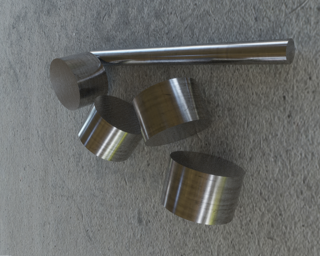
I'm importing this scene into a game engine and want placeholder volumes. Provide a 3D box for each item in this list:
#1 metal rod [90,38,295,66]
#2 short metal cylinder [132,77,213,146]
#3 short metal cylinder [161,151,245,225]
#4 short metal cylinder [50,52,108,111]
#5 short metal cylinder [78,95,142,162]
[{"bbox_3d":[0.012,-0.092,0.395,0.300,0.025,0.025,9,96,39],"label":"metal rod"},{"bbox_3d":[0.014,-0.016,0.358,0.080,0.081,0.050,-30,72,36],"label":"short metal cylinder"},{"bbox_3d":[0.045,0.061,0.332,0.080,0.081,0.050,20,103,38],"label":"short metal cylinder"},{"bbox_3d":[-0.124,-0.072,0.474,0.080,0.050,0.079,25,128,37],"label":"short metal cylinder"},{"bbox_3d":[-0.063,0.000,0.421,0.080,0.081,0.050,50,119,28],"label":"short metal cylinder"}]
